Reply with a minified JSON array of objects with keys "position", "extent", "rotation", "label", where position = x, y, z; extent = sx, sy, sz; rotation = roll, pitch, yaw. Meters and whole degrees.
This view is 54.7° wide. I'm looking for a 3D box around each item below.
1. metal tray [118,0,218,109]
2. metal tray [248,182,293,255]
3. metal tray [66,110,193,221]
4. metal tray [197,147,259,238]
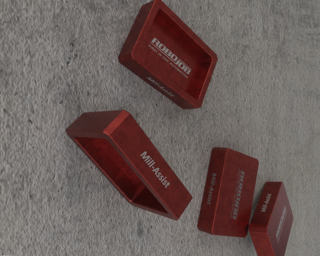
[{"position":[0.017,-0.093,0.414],"extent":[0.130,0.030,0.090],"rotation":[33,70,-35],"label":"metal tray"},{"position":[0.200,0.168,0.548],"extent":[0.131,0.030,0.090],"rotation":[-44,118,-47],"label":"metal tray"},{"position":[-0.033,0.040,0.334],"extent":[0.030,0.090,0.130],"rotation":[-50,120,-28],"label":"metal tray"},{"position":[0.112,0.104,0.495],"extent":[0.091,0.030,0.129],"rotation":[21,77,-38],"label":"metal tray"}]
